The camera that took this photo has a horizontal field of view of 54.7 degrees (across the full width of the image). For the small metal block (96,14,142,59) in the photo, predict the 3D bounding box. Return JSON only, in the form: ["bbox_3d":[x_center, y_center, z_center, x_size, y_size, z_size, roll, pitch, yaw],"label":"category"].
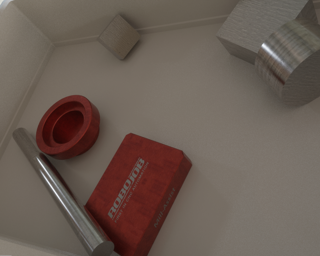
[{"bbox_3d":[-0.068,-0.149,0.509,0.050,0.050,0.025,-53,23,-7],"label":"small metal block"}]

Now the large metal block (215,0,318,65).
[{"bbox_3d":[0.132,-0.123,0.385,0.080,0.050,0.080,39,96,38],"label":"large metal block"}]

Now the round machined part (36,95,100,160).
[{"bbox_3d":[-0.130,0.003,0.459,0.098,0.042,0.098,-13,56,20],"label":"round machined part"}]

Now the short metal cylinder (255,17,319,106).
[{"bbox_3d":[0.151,-0.070,0.333,0.080,0.080,0.050,-32,52,7],"label":"short metal cylinder"}]

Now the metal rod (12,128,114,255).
[{"bbox_3d":[-0.145,0.067,0.412,0.025,0.025,0.300,-50,44,-7],"label":"metal rod"}]

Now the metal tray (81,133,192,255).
[{"bbox_3d":[-0.030,0.077,0.370,0.090,0.030,0.130,18,71,34],"label":"metal tray"}]
